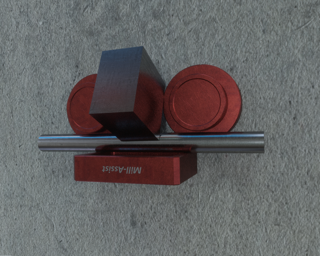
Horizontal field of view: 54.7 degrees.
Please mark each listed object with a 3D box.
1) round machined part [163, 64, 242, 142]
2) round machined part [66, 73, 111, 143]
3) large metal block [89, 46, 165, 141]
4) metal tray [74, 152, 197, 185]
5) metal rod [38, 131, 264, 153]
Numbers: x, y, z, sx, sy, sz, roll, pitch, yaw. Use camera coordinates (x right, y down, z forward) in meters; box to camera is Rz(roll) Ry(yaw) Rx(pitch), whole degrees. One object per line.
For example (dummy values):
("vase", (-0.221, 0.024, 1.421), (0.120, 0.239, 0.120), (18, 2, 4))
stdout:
("round machined part", (0.050, -0.030, 0.382), (0.098, 0.042, 0.097), (0, 90, 19))
("round machined part", (-0.088, -0.027, 0.429), (0.098, 0.042, 0.097), (0, 90, 19))
("large metal block", (-0.033, -0.036, 0.363), (0.050, 0.080, 0.080), (-2, 66, 19))
("metal tray", (-0.027, 0.046, 0.384), (0.130, 0.090, 0.030), (-1, 90, 19))
("metal rod", (-0.025, 0.019, 0.396), (0.301, 0.025, 0.025), (-1, 90, 19))
